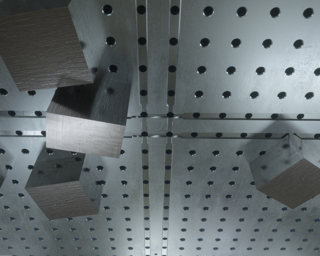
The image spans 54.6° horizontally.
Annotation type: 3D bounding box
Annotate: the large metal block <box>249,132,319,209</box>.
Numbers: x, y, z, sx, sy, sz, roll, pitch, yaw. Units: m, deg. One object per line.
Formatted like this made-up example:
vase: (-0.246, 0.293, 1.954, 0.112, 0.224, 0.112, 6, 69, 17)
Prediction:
large metal block: (0.193, 0.064, 0.451, 0.080, 0.050, 0.080, 29, 124, -23)

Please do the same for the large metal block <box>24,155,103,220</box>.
large metal block: (-0.142, 0.092, 0.472, 0.080, 0.050, 0.080, -9, 130, 7)

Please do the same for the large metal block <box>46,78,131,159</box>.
large metal block: (-0.080, -0.016, 0.361, 0.080, 0.080, 0.050, 10, 129, -9)

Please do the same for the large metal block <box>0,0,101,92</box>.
large metal block: (-0.115, -0.088, 0.319, 0.080, 0.050, 0.080, -6, 130, 5)

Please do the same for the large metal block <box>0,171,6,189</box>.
large metal block: (-0.295, 0.073, 0.455, 0.080, 0.050, 0.080, -13, 129, 11)
